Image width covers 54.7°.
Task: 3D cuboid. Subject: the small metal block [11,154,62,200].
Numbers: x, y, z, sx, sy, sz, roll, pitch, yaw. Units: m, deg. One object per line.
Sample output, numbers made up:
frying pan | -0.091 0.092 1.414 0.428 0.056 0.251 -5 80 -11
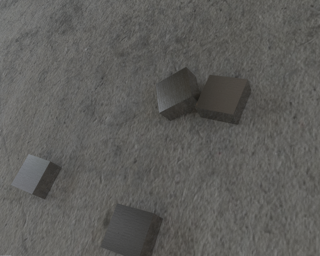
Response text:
small metal block | -0.180 0.071 0.453 0.050 0.025 0.050 11 67 32

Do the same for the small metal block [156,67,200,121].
small metal block | 0.024 -0.045 0.411 0.050 0.025 0.050 -26 52 27

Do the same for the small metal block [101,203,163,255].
small metal block | -0.031 0.117 0.347 0.050 0.025 0.050 6 65 30

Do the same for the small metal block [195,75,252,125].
small metal block | 0.079 -0.036 0.384 0.050 0.025 0.050 14 69 33
